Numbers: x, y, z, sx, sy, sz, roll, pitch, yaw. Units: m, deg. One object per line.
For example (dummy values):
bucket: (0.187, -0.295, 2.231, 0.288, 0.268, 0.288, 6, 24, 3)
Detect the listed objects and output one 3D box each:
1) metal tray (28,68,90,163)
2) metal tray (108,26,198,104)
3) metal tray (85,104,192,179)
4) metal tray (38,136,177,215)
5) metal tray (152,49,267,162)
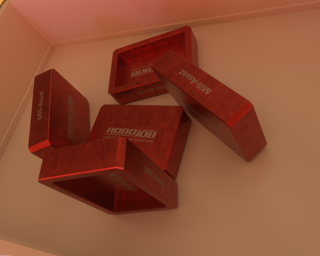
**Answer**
metal tray: (-0.137, -0.009, 0.436, 0.030, 0.090, 0.130, -22, 54, 14)
metal tray: (-0.010, -0.092, 0.461, 0.130, 0.030, 0.090, -12, 57, 21)
metal tray: (-0.033, 0.015, 0.405, 0.130, 0.030, 0.090, 4, 63, 29)
metal tray: (-0.046, 0.057, 0.323, 0.090, 0.130, 0.030, -12, 58, 21)
metal tray: (0.054, -0.026, 0.348, 0.030, 0.090, 0.130, -45, 51, -2)
